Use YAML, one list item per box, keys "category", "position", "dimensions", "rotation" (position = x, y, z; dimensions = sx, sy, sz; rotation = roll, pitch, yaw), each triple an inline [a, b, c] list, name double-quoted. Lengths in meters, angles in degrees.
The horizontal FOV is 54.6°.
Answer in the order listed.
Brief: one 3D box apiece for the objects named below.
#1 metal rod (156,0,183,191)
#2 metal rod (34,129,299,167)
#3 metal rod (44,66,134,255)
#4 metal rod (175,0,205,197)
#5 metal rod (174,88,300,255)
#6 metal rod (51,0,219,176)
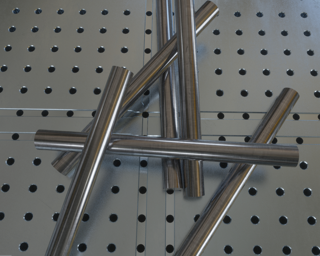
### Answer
- category: "metal rod"
  position: [0.011, -0.064, 0.435]
  dimensions: [0.025, 0.025, 0.299]
  rotation: [-2, 70, -1]
- category: "metal rod"
  position: [0.003, 0.023, 0.364]
  dimensions: [0.301, 0.025, 0.025]
  rotation: [3, 70, 5]
- category: "metal rod"
  position: [-0.090, 0.076, 0.341]
  dimensions: [0.025, 0.025, 0.299]
  rotation: [19, 87, 7]
- category: "metal rod"
  position: [0.036, -0.066, 0.393]
  dimensions: [0.025, 0.025, 0.299]
  rotation: [-2, 86, -1]
- category: "metal rod"
  position: [0.093, 0.067, 0.387]
  dimensions: [0.025, 0.025, 0.300]
  rotation: [34, 73, 11]
- category: "metal rod"
  position: [-0.028, -0.058, 0.412]
  dimensions: [0.025, 0.025, 0.300]
  rotation: [41, 82, 13]
